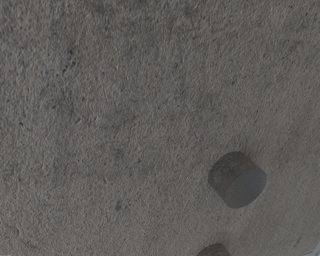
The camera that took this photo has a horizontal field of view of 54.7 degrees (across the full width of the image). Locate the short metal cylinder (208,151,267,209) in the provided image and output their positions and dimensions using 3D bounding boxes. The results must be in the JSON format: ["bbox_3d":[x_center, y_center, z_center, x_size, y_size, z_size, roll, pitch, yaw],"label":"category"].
[{"bbox_3d":[0.128,0.086,0.513,0.081,0.050,0.079,-14,124,-21],"label":"short metal cylinder"}]

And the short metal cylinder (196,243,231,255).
[{"bbox_3d":[0.112,0.282,0.626,0.081,0.050,0.079,-14,124,-21],"label":"short metal cylinder"}]
